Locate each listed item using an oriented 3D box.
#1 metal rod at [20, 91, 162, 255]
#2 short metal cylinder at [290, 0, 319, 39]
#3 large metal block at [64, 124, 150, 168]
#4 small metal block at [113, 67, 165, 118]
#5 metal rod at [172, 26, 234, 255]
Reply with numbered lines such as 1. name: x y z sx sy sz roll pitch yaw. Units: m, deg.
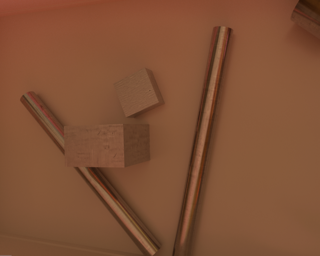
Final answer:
1. metal rod: -0.106 0.059 0.446 0.025 0.025 0.300 -46 76 14
2. short metal cylinder: 0.182 -0.132 0.317 0.050 0.080 0.080 42 103 15
3. large metal block: -0.065 0.021 0.403 0.080 0.080 0.050 -2 90 19
4. small metal block: -0.028 -0.047 0.420 0.050 0.025 0.050 -24 82 18
5. metal rod: 0.053 0.025 0.391 0.025 0.025 0.298 11 94 19
